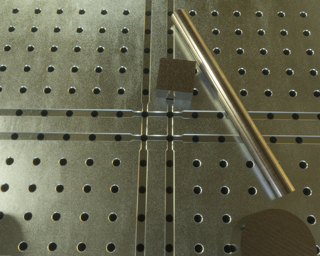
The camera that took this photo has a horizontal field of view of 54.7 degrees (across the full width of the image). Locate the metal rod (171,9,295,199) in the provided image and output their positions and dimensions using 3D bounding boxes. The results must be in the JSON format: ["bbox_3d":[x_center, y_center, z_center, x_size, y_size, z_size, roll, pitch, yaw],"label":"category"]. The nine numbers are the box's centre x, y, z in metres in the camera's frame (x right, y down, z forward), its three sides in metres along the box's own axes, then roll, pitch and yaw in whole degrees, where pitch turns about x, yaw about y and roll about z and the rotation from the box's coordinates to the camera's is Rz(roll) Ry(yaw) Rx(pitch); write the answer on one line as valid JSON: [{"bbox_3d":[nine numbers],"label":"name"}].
[{"bbox_3d":[0.092,-0.045,0.428,0.025,0.025,0.299,-24,72,-8],"label":"metal rod"}]

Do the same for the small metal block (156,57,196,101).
[{"bbox_3d":[0.023,-0.069,0.437,0.050,0.025,0.050,7,70,2],"label":"small metal block"}]

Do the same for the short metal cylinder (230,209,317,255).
[{"bbox_3d":[0.125,0.134,0.350,0.081,0.050,0.080,0,70,0],"label":"short metal cylinder"}]
